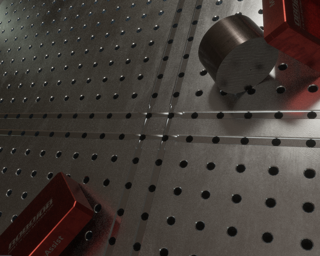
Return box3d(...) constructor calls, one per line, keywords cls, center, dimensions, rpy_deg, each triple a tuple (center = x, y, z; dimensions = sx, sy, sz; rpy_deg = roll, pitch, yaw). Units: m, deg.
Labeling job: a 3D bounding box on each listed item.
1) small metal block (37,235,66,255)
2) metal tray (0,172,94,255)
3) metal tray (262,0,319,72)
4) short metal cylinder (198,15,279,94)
box3d(cls="small metal block", center=(-0.149, 0.161, 0.386), dimensions=(0.050, 0.025, 0.050), rpy_deg=(-38, 51, 2))
box3d(cls="metal tray", center=(-0.149, 0.128, 0.385), dimensions=(0.130, 0.030, 0.090), rpy_deg=(-48, 34, -6))
box3d(cls="metal tray", center=(0.165, -0.139, 0.365), dimensions=(0.030, 0.091, 0.130), rpy_deg=(-38, 38, 53))
box3d(cls="short metal cylinder", center=(0.094, -0.089, 0.377), dimensions=(0.080, 0.080, 0.050), rpy_deg=(-31, 52, 8))
